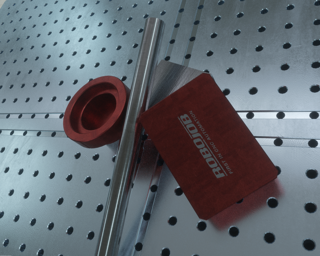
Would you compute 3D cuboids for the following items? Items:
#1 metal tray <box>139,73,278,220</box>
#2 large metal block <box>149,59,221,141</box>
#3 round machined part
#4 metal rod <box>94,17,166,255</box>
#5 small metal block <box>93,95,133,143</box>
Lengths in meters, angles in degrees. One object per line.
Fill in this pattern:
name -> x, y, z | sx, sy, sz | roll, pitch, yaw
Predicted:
metal tray -> 0.049, 0.018, 0.331 | 0.090, 0.030, 0.130 | -34, 76, 6
large metal block -> 0.020, -0.033, 0.398 | 0.080, 0.050, 0.080 | 25, 75, 36
round machined part -> -0.075, -0.017, 0.407 | 0.098, 0.042, 0.098 | -15, 55, 23
metal rod -> -0.034, 0.015, 0.362 | 0.025, 0.025, 0.299 | 6, 80, 31
small metal block -> -0.069, -0.013, 0.449 | 0.050, 0.025, 0.050 | -20, 54, 16
